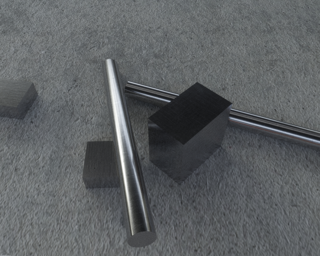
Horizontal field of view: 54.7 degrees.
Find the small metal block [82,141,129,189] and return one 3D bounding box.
[{"bbox_3d":[-0.061,0.043,0.367,0.050,0.025,0.050,-1,50,-2],"label":"small metal block"}]

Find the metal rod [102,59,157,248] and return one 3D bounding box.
[{"bbox_3d":[-0.046,-0.001,0.373,0.025,0.025,0.300,-9,42,-8],"label":"metal rod"}]

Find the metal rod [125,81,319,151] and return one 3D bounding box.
[{"bbox_3d":[0.094,-0.015,0.417,0.301,0.025,0.025,17,52,13],"label":"metal rod"}]

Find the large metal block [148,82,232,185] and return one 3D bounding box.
[{"bbox_3d":[0.033,0.007,0.362,0.050,0.080,0.080,37,59,26],"label":"large metal block"}]

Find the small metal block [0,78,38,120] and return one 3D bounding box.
[{"bbox_3d":[-0.209,-0.041,0.435,0.050,0.025,0.050,8,50,6],"label":"small metal block"}]
